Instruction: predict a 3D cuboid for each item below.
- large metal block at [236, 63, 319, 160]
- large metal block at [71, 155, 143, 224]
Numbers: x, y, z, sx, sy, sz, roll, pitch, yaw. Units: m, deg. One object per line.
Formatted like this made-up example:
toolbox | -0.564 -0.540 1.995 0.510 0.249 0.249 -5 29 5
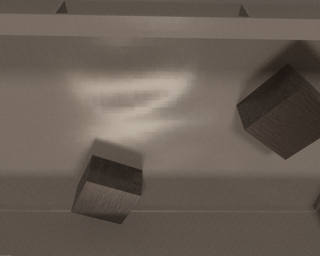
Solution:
large metal block | 0.156 -0.018 0.380 0.080 0.050 0.080 32 123 -25
large metal block | -0.081 0.096 0.473 0.080 0.050 0.079 20 127 -17
